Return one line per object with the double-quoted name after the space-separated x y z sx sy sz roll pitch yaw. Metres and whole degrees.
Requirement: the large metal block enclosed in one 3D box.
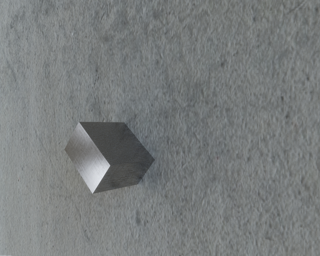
-0.069 0.037 0.423 0.080 0.081 0.050 48 118 29 "large metal block"
